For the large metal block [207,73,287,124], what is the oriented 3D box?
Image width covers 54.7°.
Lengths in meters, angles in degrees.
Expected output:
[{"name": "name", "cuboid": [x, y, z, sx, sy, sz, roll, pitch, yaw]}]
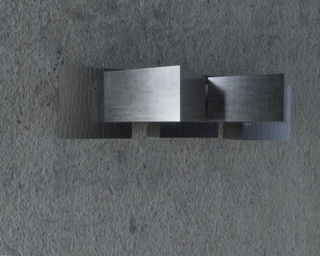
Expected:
[{"name": "large metal block", "cuboid": [0.107, -0.031, 0.371, 0.080, 0.080, 0.050, 1, 89, 24]}]

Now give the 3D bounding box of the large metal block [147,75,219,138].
[{"name": "large metal block", "cuboid": [0.030, -0.028, 0.409, 0.081, 0.050, 0.079, 1, 90, -21]}]

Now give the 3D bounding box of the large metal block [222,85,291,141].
[{"name": "large metal block", "cuboid": [0.140, -0.023, 0.451, 0.081, 0.050, 0.079, 2, 90, -21]}]

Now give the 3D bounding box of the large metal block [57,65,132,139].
[{"name": "large metal block", "cuboid": [-0.079, -0.028, 0.369, 0.081, 0.050, 0.079, 0, 90, -21]}]

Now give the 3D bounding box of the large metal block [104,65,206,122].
[{"name": "large metal block", "cuboid": [-0.002, -0.032, 0.328, 0.080, 0.080, 0.050, -2, 92, -66]}]
